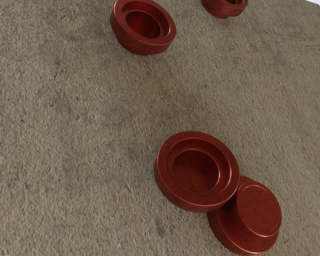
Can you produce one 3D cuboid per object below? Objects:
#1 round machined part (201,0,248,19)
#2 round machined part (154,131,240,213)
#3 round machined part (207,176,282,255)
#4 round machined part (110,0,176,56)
[{"bbox_3d":[0.122,-0.257,0.615,0.099,0.042,0.098,14,56,-21],"label":"round machined part"},{"bbox_3d":[0.041,0.055,0.372,0.099,0.042,0.098,7,53,-9],"label":"round machined part"},{"bbox_3d":[0.112,0.105,0.389,0.099,0.042,0.098,14,56,-21],"label":"round machined part"},{"bbox_3d":[-0.028,-0.149,0.468,0.099,0.042,0.098,14,56,-21],"label":"round machined part"}]
